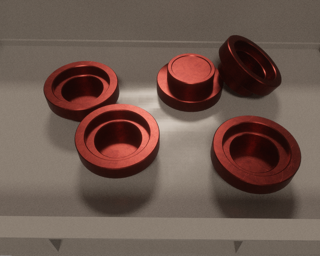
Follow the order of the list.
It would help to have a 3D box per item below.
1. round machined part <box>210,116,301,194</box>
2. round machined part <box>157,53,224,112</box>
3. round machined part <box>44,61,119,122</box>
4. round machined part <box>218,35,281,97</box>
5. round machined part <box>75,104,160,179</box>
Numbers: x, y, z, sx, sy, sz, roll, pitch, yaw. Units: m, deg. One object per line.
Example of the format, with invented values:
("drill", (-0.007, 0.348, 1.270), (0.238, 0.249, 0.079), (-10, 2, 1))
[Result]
("round machined part", (0.109, 0.035, 0.366), (0.099, 0.042, 0.098), (0, 50, 0))
("round machined part", (0.045, -0.073, 0.456), (0.099, 0.042, 0.098), (0, 50, 0))
("round machined part", (-0.106, -0.047, 0.432), (0.099, 0.042, 0.098), (0, 50, 0))
("round machined part", (0.124, -0.085, 0.449), (0.099, 0.042, 0.098), (21, 46, -23))
("round machined part", (-0.050, 0.020, 0.377), (0.099, 0.042, 0.098), (0, 50, 0))
